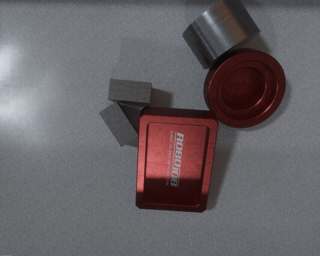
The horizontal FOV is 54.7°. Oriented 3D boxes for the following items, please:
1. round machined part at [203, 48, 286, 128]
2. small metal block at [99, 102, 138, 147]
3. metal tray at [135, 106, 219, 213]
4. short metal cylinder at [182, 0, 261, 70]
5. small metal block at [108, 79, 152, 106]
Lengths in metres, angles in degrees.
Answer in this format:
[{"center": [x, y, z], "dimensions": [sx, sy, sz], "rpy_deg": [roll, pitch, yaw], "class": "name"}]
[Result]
[{"center": [0.102, -0.052, 0.392], "dimensions": [0.099, 0.042, 0.097], "rpy_deg": [-4, 115, -8], "class": "round machined part"}, {"center": [-0.050, -0.005, 0.398], "dimensions": [0.025, 0.050, 0.050], "rpy_deg": [-33, 90, 0], "class": "small metal block"}, {"center": [0.018, 0.041, 0.386], "dimensions": [0.091, 0.030, 0.129], "rpy_deg": [4, 112, -1], "class": "metal tray"}, {"center": [0.075, -0.116, 0.385], "dimensions": [0.080, 0.080, 0.050], "rpy_deg": [-33, 90, 0], "class": "short metal cylinder"}, {"center": [-0.037, -0.045, 0.398], "dimensions": [0.050, 0.050, 0.025], "rpy_deg": [5, 90, -1], "class": "small metal block"}]
